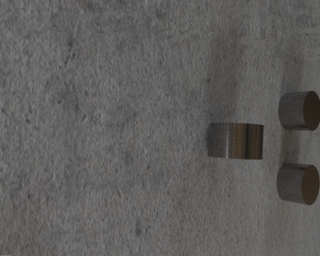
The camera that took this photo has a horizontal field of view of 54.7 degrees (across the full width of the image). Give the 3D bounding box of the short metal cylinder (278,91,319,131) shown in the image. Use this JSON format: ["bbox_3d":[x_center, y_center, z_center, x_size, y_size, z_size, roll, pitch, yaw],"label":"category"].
[{"bbox_3d":[0.286,-0.034,0.633,0.081,0.050,0.079,0,90,-40],"label":"short metal cylinder"}]

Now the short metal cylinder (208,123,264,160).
[{"bbox_3d":[0.114,0.020,0.467,0.081,0.080,0.050,5,87,-40],"label":"short metal cylinder"}]

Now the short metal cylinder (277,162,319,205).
[{"bbox_3d":[0.281,0.112,0.629,0.081,0.050,0.079,0,90,-40],"label":"short metal cylinder"}]
